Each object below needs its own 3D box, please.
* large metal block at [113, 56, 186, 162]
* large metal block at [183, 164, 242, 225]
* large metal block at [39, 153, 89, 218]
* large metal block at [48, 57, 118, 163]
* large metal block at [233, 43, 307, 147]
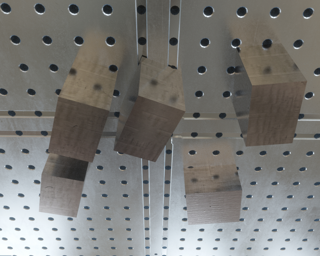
[{"bbox_3d":[-0.013,-0.022,0.357,0.050,0.080,0.080,18,128,-15],"label":"large metal block"},{"bbox_3d":[0.081,0.105,0.485,0.080,0.050,0.080,-5,130,4],"label":"large metal block"},{"bbox_3d":[-0.128,0.063,0.428,0.050,0.080,0.079,13,129,-11],"label":"large metal block"},{"bbox_3d":[-0.087,-0.021,0.357,0.050,0.080,0.080,16,128,-13],"label":"large metal block"},{"bbox_3d":[0.115,-0.037,0.344,0.050,0.080,0.080,-5,130,4],"label":"large metal block"}]
